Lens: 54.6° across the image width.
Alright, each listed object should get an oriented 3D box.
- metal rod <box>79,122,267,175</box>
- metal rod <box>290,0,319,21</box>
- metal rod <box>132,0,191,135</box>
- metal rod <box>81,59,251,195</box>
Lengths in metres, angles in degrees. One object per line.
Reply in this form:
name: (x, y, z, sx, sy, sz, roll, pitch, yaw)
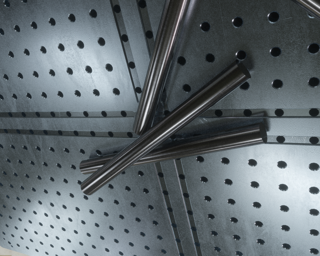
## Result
metal rod: (-0.004, 0.035, 0.435, 0.300, 0.025, 0.025, -14, 111, 34)
metal rod: (0.086, -0.139, 0.257, 0.301, 0.025, 0.025, 33, 129, -3)
metal rod: (0.011, -0.110, 0.337, 0.025, 0.025, 0.298, 27, 128, 11)
metal rod: (-0.012, 0.016, 0.405, 0.299, 0.025, 0.025, -38, 97, 32)
